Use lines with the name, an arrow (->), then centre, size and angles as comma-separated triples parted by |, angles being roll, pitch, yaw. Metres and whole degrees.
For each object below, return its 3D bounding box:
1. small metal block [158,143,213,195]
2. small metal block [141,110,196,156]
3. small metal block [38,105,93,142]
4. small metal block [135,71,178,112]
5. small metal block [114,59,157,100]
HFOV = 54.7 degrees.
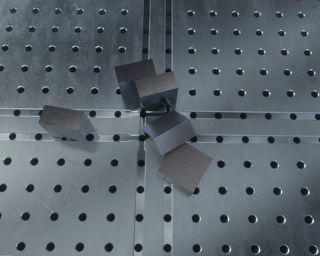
small metal block -> 0.032, 0.050, 0.394 | 0.050, 0.025, 0.050 | 31, 73, 10
small metal block -> 0.010, 0.004, 0.395 | 0.050, 0.050, 0.025 | -30, 114, -11
small metal block -> -0.120, -0.005, 0.399 | 0.050, 0.050, 0.025 | 9, 71, 3
small metal block -> -0.005, -0.048, 0.416 | 0.050, 0.050, 0.025 | -15, 71, -6
small metal block -> -0.032, -0.065, 0.422 | 0.050, 0.050, 0.025 | -14, 71, -5
